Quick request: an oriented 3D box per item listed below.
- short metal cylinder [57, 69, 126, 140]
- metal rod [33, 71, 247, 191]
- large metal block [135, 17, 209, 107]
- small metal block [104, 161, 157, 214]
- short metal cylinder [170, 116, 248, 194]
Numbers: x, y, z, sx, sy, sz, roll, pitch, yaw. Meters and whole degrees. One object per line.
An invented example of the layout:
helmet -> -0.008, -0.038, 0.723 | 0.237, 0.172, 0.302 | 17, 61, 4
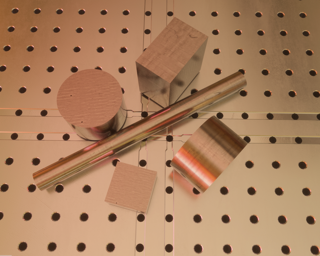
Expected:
short metal cylinder -> -0.087, -0.029, 0.404 | 0.081, 0.050, 0.080 | 0, 70, 0
metal rod -> -0.018, 0.000, 0.408 | 0.302, 0.025, 0.025 | -27, 73, -10
large metal block -> 0.015, -0.082, 0.409 | 0.050, 0.080, 0.080 | 35, 74, 11
small metal block -> -0.034, 0.074, 0.381 | 0.050, 0.025, 0.050 | 14, 71, 5
short metal cylinder -> 0.058, 0.032, 0.368 | 0.050, 0.080, 0.080 | 42, 75, 13
